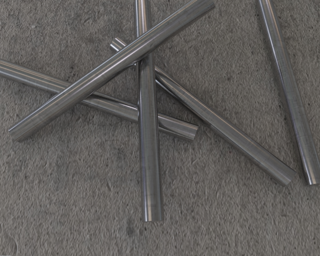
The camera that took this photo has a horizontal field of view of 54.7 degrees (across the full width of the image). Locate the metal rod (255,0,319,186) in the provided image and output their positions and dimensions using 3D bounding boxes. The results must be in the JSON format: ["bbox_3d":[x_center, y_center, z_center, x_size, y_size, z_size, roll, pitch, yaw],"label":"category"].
[{"bbox_3d":[0.176,-0.069,0.434,0.025,0.025,0.299,-6,70,-2],"label":"metal rod"}]

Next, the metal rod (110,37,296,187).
[{"bbox_3d":[0.048,-0.029,0.418,0.300,0.025,0.025,40,75,13],"label":"metal rod"}]

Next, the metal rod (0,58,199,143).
[{"bbox_3d":[-0.095,-0.040,0.422,0.301,0.025,0.025,19,71,6],"label":"metal rod"}]

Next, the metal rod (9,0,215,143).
[{"bbox_3d":[-0.064,-0.075,0.393,0.300,0.025,0.025,-34,73,5],"label":"metal rod"}]

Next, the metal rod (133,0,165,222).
[{"bbox_3d":[-0.017,-0.037,0.393,0.025,0.025,0.299,-3,70,-1],"label":"metal rod"}]
